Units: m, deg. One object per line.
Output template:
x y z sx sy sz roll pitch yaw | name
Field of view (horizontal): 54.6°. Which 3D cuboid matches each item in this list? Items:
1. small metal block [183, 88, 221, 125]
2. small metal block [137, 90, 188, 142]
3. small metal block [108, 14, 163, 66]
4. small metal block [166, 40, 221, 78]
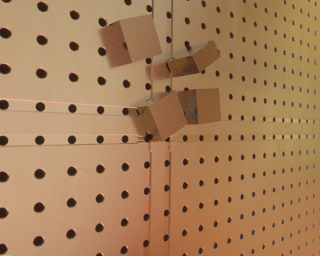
0.063 -0.033 0.461 0.050 0.025 0.050 -9 96 -40 | small metal block
0.004 -0.016 0.411 0.050 0.025 0.050 -34 111 -35 | small metal block
-0.030 -0.109 0.383 0.050 0.025 0.050 -27 107 -37 | small metal block
0.046 -0.096 0.430 0.050 0.050 0.025 -40 115 -32 | small metal block
